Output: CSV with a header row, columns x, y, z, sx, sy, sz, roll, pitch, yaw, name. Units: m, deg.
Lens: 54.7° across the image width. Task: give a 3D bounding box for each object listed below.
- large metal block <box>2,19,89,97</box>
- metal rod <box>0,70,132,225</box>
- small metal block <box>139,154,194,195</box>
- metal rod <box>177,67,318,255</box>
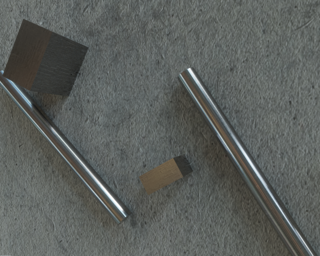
x,y,z,sx,sy,sz,roll,pitch,yaw,name
-0.157,-0.094,0.433,0.050,0.080,0.080,27,99,17,large metal block
-0.150,0.021,0.460,0.300,0.025,0.025,46,104,14,metal rod
0.009,0.058,0.392,0.050,0.050,0.025,-31,80,17,small metal block
0.110,0.056,0.370,0.025,0.025,0.299,-34,79,16,metal rod
